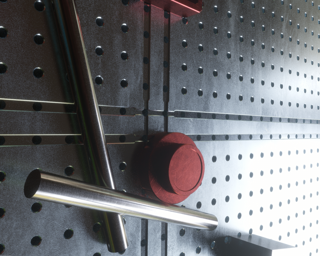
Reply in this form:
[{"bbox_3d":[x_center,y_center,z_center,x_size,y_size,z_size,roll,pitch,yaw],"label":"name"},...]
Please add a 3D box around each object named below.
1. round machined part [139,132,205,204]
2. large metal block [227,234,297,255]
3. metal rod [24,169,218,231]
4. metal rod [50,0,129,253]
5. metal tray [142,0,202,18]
[{"bbox_3d":[0.023,0.055,0.419,0.099,0.042,0.097,0,90,-40],"label":"round machined part"},{"bbox_3d":[0.170,0.216,0.520,0.081,0.080,0.050,15,81,-39],"label":"large metal block"},{"bbox_3d":[-0.015,0.097,0.372,0.301,0.025,0.025,28,73,-45],"label":"metal rod"},{"bbox_3d":[-0.077,-0.003,0.345,0.025,0.025,0.298,-18,102,-39],"label":"metal rod"},{"bbox_3d":[0.019,-0.229,0.423,0.091,0.030,0.129,5,87,-40],"label":"metal tray"}]
